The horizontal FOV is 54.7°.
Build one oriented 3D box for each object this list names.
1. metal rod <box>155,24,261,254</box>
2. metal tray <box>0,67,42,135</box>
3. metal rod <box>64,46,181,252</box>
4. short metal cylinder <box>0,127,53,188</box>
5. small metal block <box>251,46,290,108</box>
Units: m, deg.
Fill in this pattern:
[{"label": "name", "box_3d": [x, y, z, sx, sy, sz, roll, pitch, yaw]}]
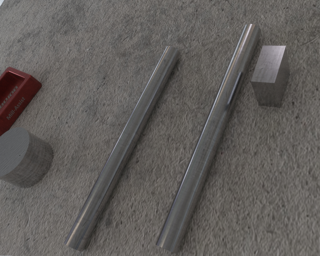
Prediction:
[{"label": "metal rod", "box_3d": [0.065, -0.003, 0.371, 0.025, 0.025, 0.300, 12, 67, 33]}, {"label": "metal tray", "box_3d": [-0.294, -0.049, 0.585, 0.090, 0.030, 0.130, 22, 73, 36]}, {"label": "metal rod", "box_3d": [-0.042, 0.014, 0.417, 0.025, 0.025, 0.300, 13, 68, 33]}, {"label": "short metal cylinder", "box_3d": [-0.212, 0.046, 0.471, 0.080, 0.050, 0.080, -13, 56, 21]}, {"label": "small metal block", "box_3d": [0.129, -0.059, 0.356, 0.025, 0.050, 0.050, 10, 67, 32]}]
